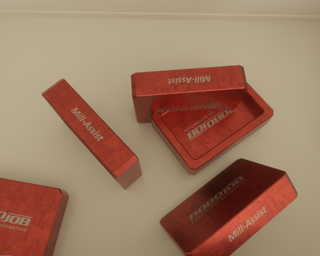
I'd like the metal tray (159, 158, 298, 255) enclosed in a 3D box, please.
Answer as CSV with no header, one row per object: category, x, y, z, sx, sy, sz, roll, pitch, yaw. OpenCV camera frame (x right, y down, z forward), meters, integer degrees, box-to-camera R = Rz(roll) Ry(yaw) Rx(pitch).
metal tray,0.071,0.089,0.341,0.131,0.090,0.030,-35,103,-12

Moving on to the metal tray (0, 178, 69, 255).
metal tray,-0.186,0.108,0.365,0.131,0.030,0.090,10,70,3

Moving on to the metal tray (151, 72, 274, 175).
metal tray,0.066,-0.012,0.400,0.131,0.030,0.090,-33,71,-11

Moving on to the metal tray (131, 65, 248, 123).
metal tray,0.033,-0.039,0.389,0.131,0.090,0.030,-5,71,-2

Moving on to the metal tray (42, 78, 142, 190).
metal tray,-0.077,0.011,0.370,0.030,0.090,0.130,-41,76,-14
